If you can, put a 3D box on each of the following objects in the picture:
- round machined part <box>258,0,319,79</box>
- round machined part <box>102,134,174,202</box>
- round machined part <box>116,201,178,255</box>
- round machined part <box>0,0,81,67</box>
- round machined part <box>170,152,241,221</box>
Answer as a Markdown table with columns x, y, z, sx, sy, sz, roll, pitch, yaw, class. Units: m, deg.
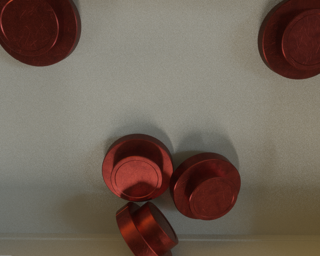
| x | y | z | sx | sy | sz | roll | pitch | yaw | class |
| --- | --- | --- | --- | --- | --- | --- | --- | --- | --- |
| 0.171 | -0.105 | 0.365 | 0.099 | 0.042 | 0.097 | 0 | 110 | 0 | round machined part |
| -0.031 | 0.061 | 0.424 | 0.099 | 0.042 | 0.097 | 0 | 110 | 0 | round machined part |
| -0.012 | 0.138 | 0.416 | 0.042 | 0.098 | 0.098 | -38 | 106 | 1 | round machined part |
| -0.145 | -0.119 | 0.357 | 0.099 | 0.042 | 0.097 | 0 | 110 | 0 | round machined part |
| 0.066 | 0.086 | 0.423 | 0.099 | 0.042 | 0.097 | -6 | 114 | -13 | round machined part |
